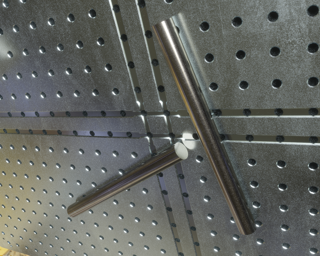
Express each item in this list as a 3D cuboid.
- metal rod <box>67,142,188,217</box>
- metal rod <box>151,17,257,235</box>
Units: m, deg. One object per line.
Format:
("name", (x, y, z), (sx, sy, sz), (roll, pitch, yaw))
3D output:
("metal rod", (-0.070, 0.095, 0.506), (0.299, 0.025, 0.025), (-33, 100, 38))
("metal rod", (0.062, 0.012, 0.385), (0.025, 0.025, 0.299), (-13, 112, 33))
